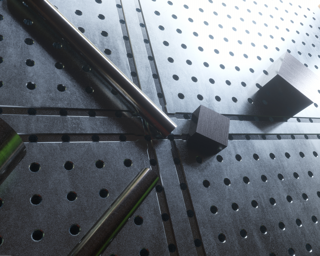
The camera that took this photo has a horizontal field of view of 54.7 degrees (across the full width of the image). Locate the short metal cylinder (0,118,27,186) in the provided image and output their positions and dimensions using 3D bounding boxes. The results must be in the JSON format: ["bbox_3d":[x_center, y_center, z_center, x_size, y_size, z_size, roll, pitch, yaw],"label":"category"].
[{"bbox_3d":[-0.168,0.020,0.270,0.080,0.080,0.050,33,52,-7],"label":"short metal cylinder"}]

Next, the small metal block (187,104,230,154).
[{"bbox_3d":[0.071,0.002,0.445,0.050,0.025,0.050,25,53,-13],"label":"small metal block"}]

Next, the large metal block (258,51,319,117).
[{"bbox_3d":[0.238,-0.081,0.570,0.080,0.050,0.080,37,51,-4],"label":"large metal block"}]

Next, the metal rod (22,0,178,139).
[{"bbox_3d":[-0.093,-0.099,0.418,0.300,0.025,0.025,44,51,2],"label":"metal rod"}]

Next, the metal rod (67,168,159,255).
[{"bbox_3d":[-0.091,0.142,0.271,0.025,0.025,0.301,42,51,1],"label":"metal rod"}]
